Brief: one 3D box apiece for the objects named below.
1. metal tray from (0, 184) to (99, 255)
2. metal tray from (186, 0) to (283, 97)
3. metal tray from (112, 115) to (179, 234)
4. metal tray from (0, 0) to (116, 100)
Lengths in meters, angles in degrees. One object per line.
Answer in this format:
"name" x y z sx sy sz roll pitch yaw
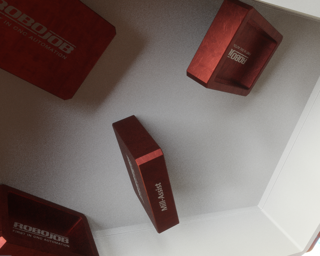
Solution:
"metal tray" -0.138 0.126 0.368 0.030 0.090 0.130 -48 129 6
"metal tray" 0.093 -0.088 0.367 0.131 0.030 0.089 -1 124 -56
"metal tray" -0.017 0.059 0.393 0.030 0.090 0.129 -23 127 -14
"metal tray" -0.118 -0.093 0.283 0.131 0.030 0.090 29 102 -38
